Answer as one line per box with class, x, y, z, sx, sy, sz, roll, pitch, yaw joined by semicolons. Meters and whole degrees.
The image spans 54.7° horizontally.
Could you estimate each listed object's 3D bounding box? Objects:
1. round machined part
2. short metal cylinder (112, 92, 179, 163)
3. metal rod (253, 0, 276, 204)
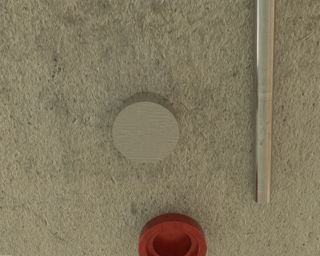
round machined part;0.018;0.168;0.463;0.099;0.042;0.097;0;110;-1
short metal cylinder;-0.017;-0.002;0.396;0.081;0.050;0.079;0;110;-1
metal rod;0.133;-0.036;0.398;0.025;0.025;0.298;-6;110;2
